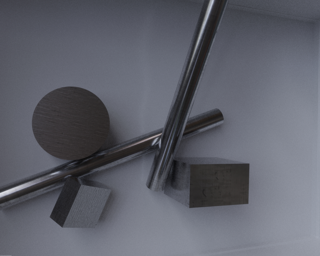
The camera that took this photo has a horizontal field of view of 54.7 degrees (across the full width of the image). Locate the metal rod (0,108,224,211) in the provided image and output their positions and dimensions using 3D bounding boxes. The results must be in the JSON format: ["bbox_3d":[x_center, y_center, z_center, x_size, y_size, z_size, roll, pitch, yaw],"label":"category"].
[{"bbox_3d":[-0.050,0.032,0.392,0.302,0.025,0.025,-20,97,-19],"label":"metal rod"}]

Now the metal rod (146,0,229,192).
[{"bbox_3d":[0.035,-0.057,0.359,0.025,0.025,0.298,10,111,-20],"label":"metal rod"}]

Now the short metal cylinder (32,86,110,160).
[{"bbox_3d":[-0.102,-0.004,0.357,0.081,0.050,0.080,1,86,-18],"label":"short metal cylinder"}]

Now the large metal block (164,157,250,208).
[{"bbox_3d":[0.058,0.067,0.404,0.081,0.080,0.050,2,90,-21],"label":"large metal block"}]

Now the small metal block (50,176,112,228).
[{"bbox_3d":[-0.092,0.088,0.363,0.050,0.025,0.050,28,84,-54],"label":"small metal block"}]
